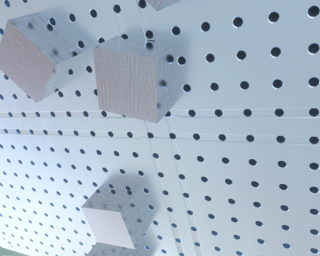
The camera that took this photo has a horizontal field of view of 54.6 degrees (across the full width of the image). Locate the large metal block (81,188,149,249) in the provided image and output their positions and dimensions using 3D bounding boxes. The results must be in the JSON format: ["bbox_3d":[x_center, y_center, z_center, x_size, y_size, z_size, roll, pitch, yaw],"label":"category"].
[{"bbox_3d":[-0.076,0.153,0.531,0.080,0.050,0.080,-2,118,29],"label":"large metal block"}]

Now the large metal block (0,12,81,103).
[{"bbox_3d":[-0.169,-0.096,0.426,0.080,0.050,0.080,44,129,-2],"label":"large metal block"}]

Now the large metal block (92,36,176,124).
[{"bbox_3d":[-0.029,-0.060,0.374,0.080,0.050,0.079,14,124,20],"label":"large metal block"}]

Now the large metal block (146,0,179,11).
[{"bbox_3d":[0.000,-0.172,0.289,0.080,0.050,0.080,43,129,-2],"label":"large metal block"}]

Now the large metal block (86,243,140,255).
[{"bbox_3d":[-0.085,0.263,0.603,0.080,0.050,0.080,-14,111,34],"label":"large metal block"}]
